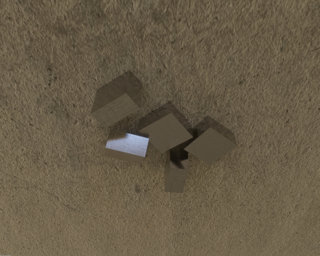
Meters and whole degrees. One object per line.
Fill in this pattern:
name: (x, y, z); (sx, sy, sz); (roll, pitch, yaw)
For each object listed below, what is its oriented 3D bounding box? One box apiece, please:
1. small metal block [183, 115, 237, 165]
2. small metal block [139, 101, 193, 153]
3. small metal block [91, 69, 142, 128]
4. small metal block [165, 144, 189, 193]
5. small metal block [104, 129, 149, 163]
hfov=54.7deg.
small metal block: (0.067, 0.018, 0.423); (0.050, 0.025, 0.050); (32, 123, -25)
small metal block: (0.008, 0.000, 0.407); (0.050, 0.025, 0.050); (-29, 125, 22)
small metal block: (-0.049, -0.034, 0.361); (0.050, 0.050, 0.025); (-27, 125, 21)
small metal block: (0.023, 0.056, 0.438); (0.025, 0.050, 0.050); (6, 130, -5)
small metal block: (-0.046, 0.026, 0.412); (0.050, 0.025, 0.050); (14, 161, -8)
